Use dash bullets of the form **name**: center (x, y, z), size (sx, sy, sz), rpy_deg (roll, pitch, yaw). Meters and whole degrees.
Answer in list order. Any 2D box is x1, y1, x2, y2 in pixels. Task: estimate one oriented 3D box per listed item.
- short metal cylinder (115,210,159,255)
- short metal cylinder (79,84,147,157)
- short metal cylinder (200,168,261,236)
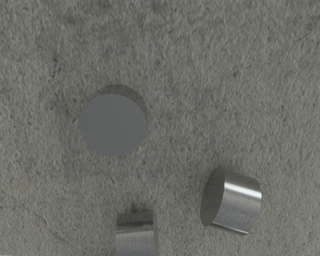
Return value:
- **short metal cylinder**: center (-0.030, 0.160, 0.439), size (0.050, 0.080, 0.079), rpy_deg (-6, 110, 2)
- **short metal cylinder**: center (-0.056, -0.011, 0.392), size (0.081, 0.050, 0.079), rpy_deg (0, 110, -1)
- **short metal cylinder**: center (0.093, 0.099, 0.418), size (0.050, 0.080, 0.079), rpy_deg (18, 109, -7)
